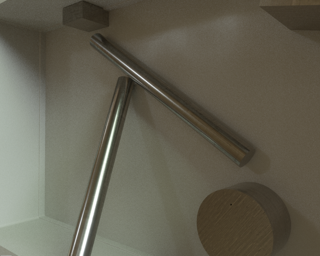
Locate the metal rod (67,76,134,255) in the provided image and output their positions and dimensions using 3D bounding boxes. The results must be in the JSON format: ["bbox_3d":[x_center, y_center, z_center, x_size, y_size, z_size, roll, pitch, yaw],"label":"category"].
[{"bbox_3d":[-0.075,0.065,0.384,0.025,0.025,0.299,-11,57,39],"label":"metal rod"}]

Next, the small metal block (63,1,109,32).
[{"bbox_3d":[-0.116,-0.172,0.483,0.050,0.050,0.025,1,91,39],"label":"small metal block"}]

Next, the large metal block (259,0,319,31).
[{"bbox_3d":[0.141,-0.115,0.254,0.080,0.081,0.050,16,101,38],"label":"large metal block"}]

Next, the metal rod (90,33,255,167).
[{"bbox_3d":[-0.003,-0.052,0.407,0.300,0.025,0.025,41,115,32],"label":"metal rod"}]

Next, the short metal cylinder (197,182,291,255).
[{"bbox_3d":[0.086,0.099,0.319,0.080,0.050,0.079,0,90,39],"label":"short metal cylinder"}]
